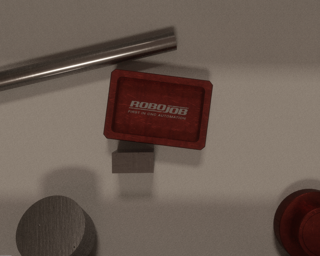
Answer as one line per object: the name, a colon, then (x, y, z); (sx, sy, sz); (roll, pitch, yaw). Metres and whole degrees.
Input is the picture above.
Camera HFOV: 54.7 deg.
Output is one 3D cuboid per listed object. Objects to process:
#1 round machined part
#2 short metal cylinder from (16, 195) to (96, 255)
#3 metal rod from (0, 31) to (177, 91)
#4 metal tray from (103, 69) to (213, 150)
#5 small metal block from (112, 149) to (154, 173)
round machined part: (0.205, 0.132, 0.406); (0.099, 0.042, 0.097); (0, 90, -1)
short metal cylinder: (-0.125, 0.130, 0.380); (0.080, 0.050, 0.080); (-2, 59, 3)
metal rod: (-0.127, -0.081, 0.409); (0.302, 0.025, 0.025); (-13, 90, -1)
metal tray: (-0.002, -0.024, 0.408); (0.131, 0.030, 0.089); (7, 90, -1)
small metal block: (-0.033, 0.042, 0.399); (0.050, 0.050, 0.025); (-1, 90, -1)
